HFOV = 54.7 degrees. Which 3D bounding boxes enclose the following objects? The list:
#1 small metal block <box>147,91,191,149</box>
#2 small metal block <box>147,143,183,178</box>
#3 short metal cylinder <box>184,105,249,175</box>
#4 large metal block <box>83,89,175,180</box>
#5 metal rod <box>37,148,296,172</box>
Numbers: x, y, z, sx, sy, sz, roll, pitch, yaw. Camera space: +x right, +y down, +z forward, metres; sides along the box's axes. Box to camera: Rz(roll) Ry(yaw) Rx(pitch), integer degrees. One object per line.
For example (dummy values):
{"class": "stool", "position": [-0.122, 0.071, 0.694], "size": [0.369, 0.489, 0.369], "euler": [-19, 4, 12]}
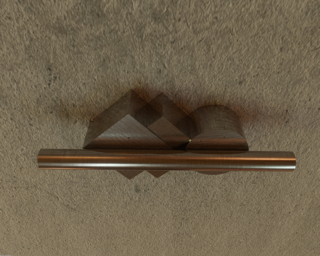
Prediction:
{"class": "small metal block", "position": [0.011, -0.009, 0.385], "size": [0.025, 0.050, 0.050], "euler": [-35, 122, 26]}
{"class": "small metal block", "position": [0.006, 0.032, 0.421], "size": [0.050, 0.050, 0.025], "euler": [-35, 122, 25]}
{"class": "short metal cylinder", "position": [0.070, 0.016, 0.406], "size": [0.081, 0.050, 0.079], "euler": [0, 130, 0]}
{"class": "large metal block", "position": [-0.038, 0.011, 0.399], "size": [0.080, 0.050, 0.080], "euler": [-35, 122, 25]}
{"class": "metal rod", "position": [0.009, 0.039, 0.374], "size": [0.302, 0.025, 0.025], "euler": [1, 130, -1]}
